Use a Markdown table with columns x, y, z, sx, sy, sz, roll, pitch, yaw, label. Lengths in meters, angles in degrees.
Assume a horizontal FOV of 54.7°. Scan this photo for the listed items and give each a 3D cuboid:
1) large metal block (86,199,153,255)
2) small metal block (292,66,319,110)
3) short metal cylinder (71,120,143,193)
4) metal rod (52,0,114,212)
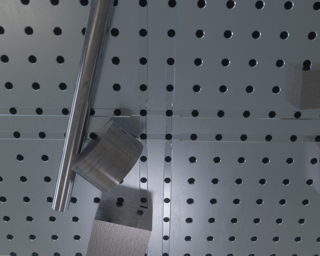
| x | y | z | sx | sy | sz | roll | pitch | yaw | label |
| --- | --- | --- | --- | --- | --- | --- | --- | --- | --- |
| -0.060 | 0.160 | 0.459 | 0.081 | 0.050 | 0.079 | 14 | 110 | -5 | large metal block |
| 0.201 | -0.052 | 0.396 | 0.050 | 0.025 | 0.050 | -4 | 110 | 1 | small metal block |
| -0.067 | 0.036 | 0.397 | 0.050 | 0.080 | 0.080 | 41 | 105 | -14 | short metal cylinder |
| -0.105 | -0.020 | 0.405 | 0.025 | 0.025 | 0.298 | 15 | 109 | -6 | metal rod |
